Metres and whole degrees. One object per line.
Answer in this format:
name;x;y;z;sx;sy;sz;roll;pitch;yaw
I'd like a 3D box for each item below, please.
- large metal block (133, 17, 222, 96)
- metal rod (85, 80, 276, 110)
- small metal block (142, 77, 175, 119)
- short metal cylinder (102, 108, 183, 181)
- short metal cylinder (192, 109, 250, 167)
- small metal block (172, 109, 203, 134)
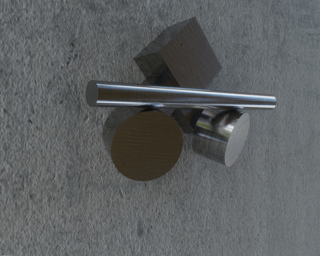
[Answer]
large metal block;0.026;-0.085;0.408;0.080;0.050;0.080;-50;120;-28
metal rod;0.053;-0.036;0.383;0.302;0.025;0.025;-2;92;-40
small metal block;-0.012;-0.029;0.396;0.050;0.025;0.050;-51;120;-29
short metal cylinder;-0.021;0.013;0.353;0.081;0.050;0.079;-6;109;-19
short metal cylinder;0.089;0.009;0.446;0.081;0.050;0.079;-36;137;-43
small metal block;0.044;-0.027;0.442;0.050;0.025;0.050;-51;120;-28
